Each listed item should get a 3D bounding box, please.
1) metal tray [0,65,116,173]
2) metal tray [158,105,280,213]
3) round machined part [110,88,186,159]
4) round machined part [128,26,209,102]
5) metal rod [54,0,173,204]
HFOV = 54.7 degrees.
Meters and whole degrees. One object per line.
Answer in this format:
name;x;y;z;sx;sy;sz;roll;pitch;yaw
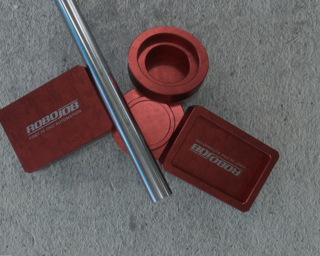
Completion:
metal tray;-0.130;-0.010;0.397;0.130;0.030;0.090;-28;87;8
metal tray;0.075;0.039;0.398;0.131;0.030;0.090;29;90;-11
round machined part;-0.015;-0.007;0.403;0.099;0.042;0.097;0;90;0
round machined part;0.008;-0.076;0.392;0.099;0.042;0.098;3;68;-6
metal rod;-0.064;-0.051;0.377;0.025;0.025;0.299;-27;77;0
